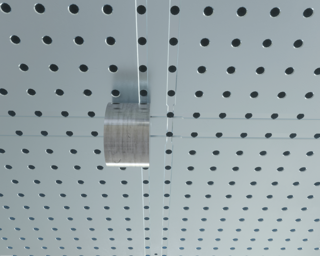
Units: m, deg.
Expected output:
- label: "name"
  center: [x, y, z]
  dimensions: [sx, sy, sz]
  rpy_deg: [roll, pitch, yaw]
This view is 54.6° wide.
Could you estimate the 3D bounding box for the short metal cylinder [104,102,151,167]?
- label: "short metal cylinder"
  center: [-0.037, 0.009, 0.382]
  dimensions: [0.050, 0.080, 0.080]
  rpy_deg: [1, 130, -1]
